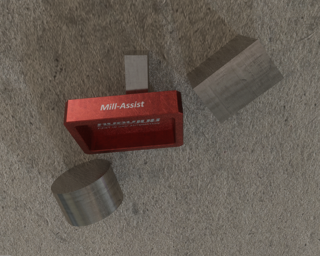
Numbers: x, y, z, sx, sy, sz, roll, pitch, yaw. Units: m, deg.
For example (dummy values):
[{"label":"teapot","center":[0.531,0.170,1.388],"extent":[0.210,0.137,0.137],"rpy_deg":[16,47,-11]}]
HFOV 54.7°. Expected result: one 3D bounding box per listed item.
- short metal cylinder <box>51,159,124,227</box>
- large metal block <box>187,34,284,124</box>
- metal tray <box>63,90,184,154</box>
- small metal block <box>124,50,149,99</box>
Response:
[{"label":"short metal cylinder","center":[-0.095,0.083,0.410],"extent":[0.080,0.080,0.050],"rpy_deg":[-17,109,6]},{"label":"large metal block","center":[0.081,-0.060,0.359],"extent":[0.080,0.080,0.050],"rpy_deg":[-37,106,12]},{"label":"metal tray","center":[-0.038,-0.004,0.377],"extent":[0.131,0.030,0.090],"rpy_deg":[-5,152,1]},{"label":"small metal block","center":[-0.026,-0.065,0.372],"extent":[0.025,0.050,0.050],"rpy_deg":[0,110,0]}]
